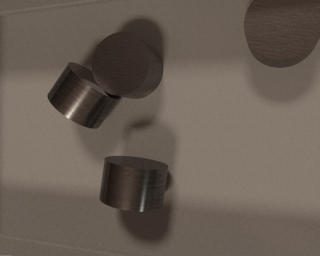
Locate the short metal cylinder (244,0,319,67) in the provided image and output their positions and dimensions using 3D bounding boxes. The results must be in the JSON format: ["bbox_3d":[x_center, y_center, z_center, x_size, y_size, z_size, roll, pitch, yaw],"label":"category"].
[{"bbox_3d":[0.138,-0.112,0.349,0.080,0.050,0.079,0,90,19],"label":"short metal cylinder"}]

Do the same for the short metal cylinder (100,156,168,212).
[{"bbox_3d":[-0.033,0.068,0.392,0.080,0.080,0.050,9,93,19],"label":"short metal cylinder"}]

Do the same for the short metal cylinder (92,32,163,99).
[{"bbox_3d":[-0.042,-0.080,0.411,0.080,0.050,0.079,0,90,19],"label":"short metal cylinder"}]

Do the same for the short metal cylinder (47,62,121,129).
[{"bbox_3d":[-0.101,-0.044,0.415,0.080,0.080,0.050,42,103,15],"label":"short metal cylinder"}]
